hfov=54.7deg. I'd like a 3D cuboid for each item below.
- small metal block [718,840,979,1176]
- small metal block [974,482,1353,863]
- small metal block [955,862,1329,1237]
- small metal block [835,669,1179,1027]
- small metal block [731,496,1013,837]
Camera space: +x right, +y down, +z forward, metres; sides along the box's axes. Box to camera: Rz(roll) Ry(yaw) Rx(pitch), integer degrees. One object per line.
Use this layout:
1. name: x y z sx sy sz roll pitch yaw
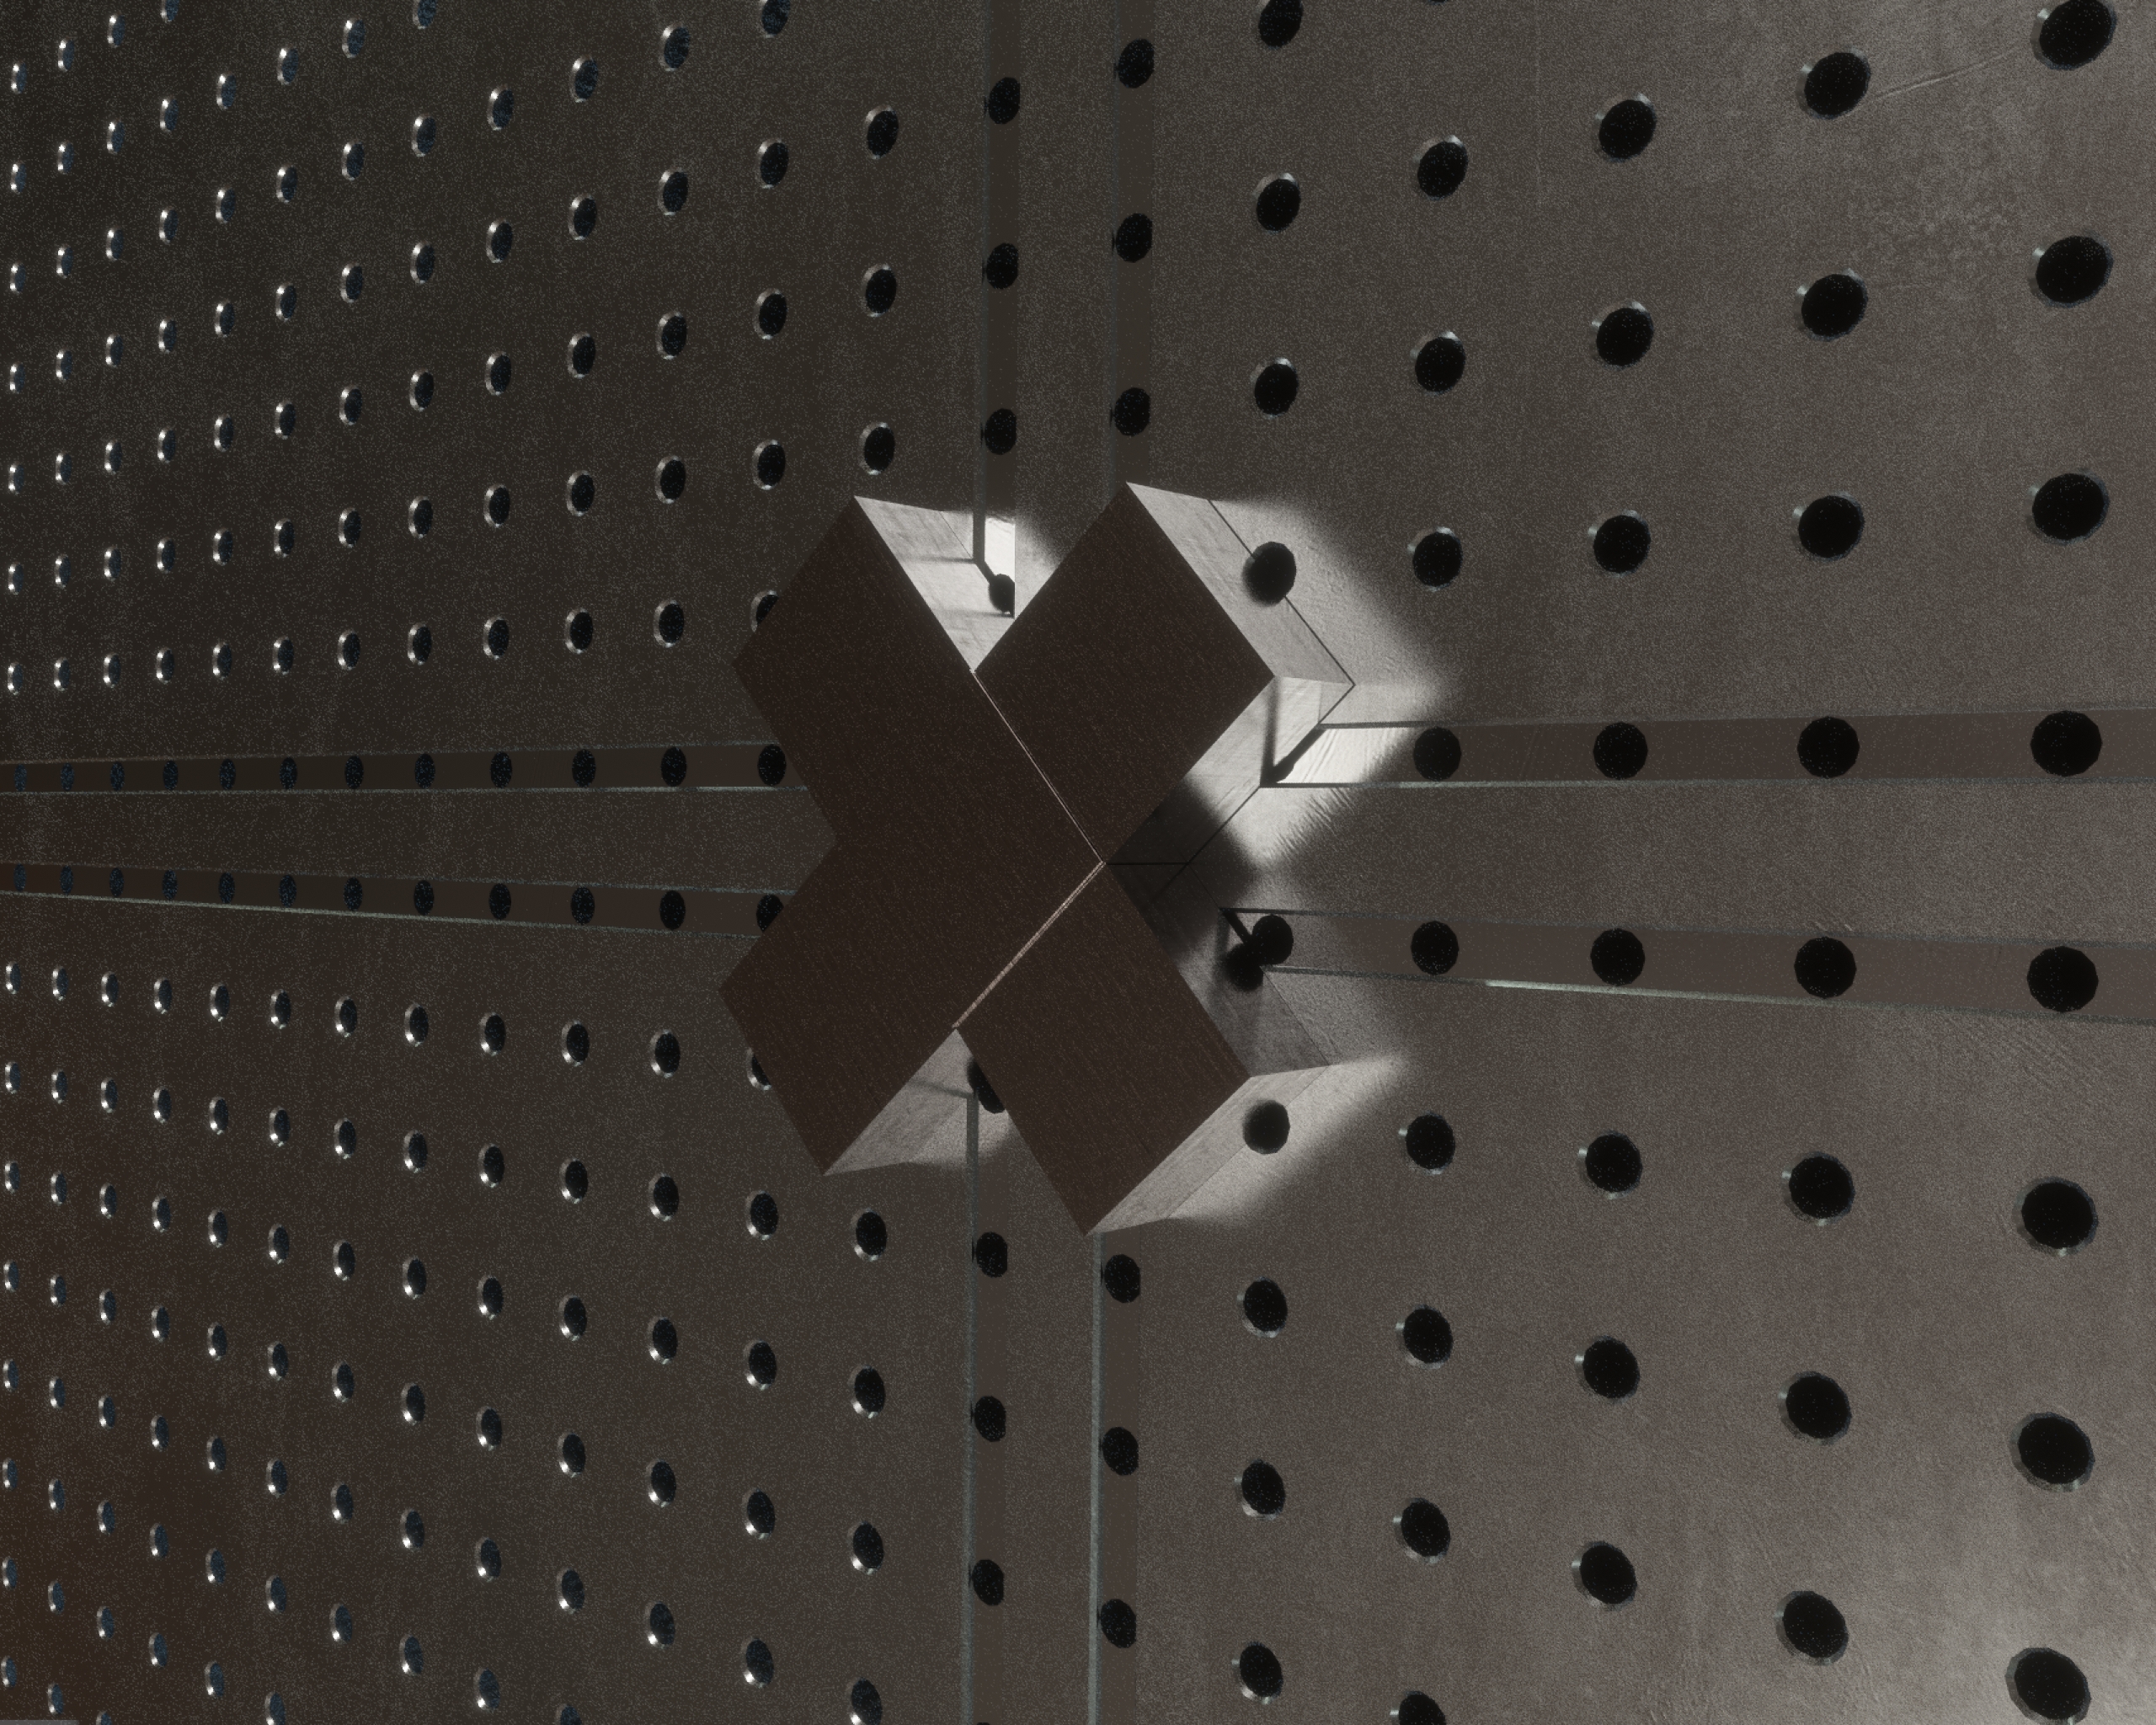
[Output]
1. small metal block: -0.043 0.030 0.443 0.050 0.025 0.050 -48 62 29
2. small metal block: 0.015 -0.035 0.394 0.050 0.025 0.050 -48 62 29
3. small metal block: 0.011 0.035 0.398 0.050 0.025 0.050 -48 62 29
4. small metal block: -0.015 -0.003 0.418 0.050 0.025 0.050 -48 62 29
5. small metal block: -0.040 -0.040 0.440 0.050 0.025 0.050 -48 62 29
